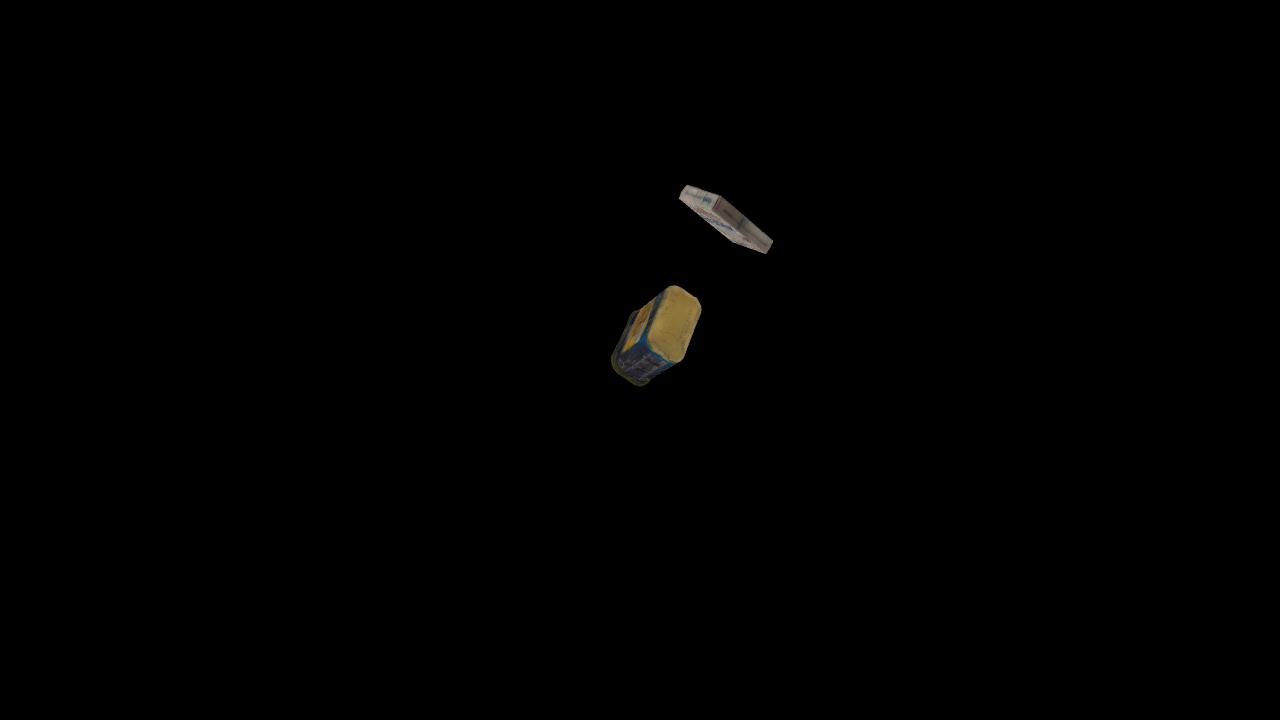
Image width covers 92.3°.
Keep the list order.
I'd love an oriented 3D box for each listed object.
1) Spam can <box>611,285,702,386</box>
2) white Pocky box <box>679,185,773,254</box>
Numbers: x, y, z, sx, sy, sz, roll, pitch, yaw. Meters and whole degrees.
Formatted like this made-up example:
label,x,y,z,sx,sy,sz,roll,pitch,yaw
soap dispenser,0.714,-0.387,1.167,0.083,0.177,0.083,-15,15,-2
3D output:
label,x,y,z,sx,sy,sz,roll,pitch,yaw
Spam can,0.020,-0.030,0.730,0.058,0.101,0.085,33,-33,-16
white Pocky box,0.138,-0.220,0.971,0.154,0.028,0.084,25,7,-43
